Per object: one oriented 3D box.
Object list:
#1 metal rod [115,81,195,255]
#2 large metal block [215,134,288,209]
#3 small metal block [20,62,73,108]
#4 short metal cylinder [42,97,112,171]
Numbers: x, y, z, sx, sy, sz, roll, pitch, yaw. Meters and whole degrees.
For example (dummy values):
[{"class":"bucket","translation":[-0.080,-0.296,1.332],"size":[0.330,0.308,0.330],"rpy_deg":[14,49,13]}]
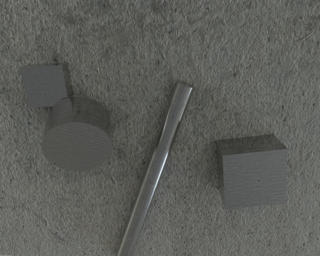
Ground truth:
[{"class":"metal rod","translation":[-0.014,0.078,0.438],"size":[0.025,0.025,0.298],"rpy_deg":[17,109,-7]},{"class":"large metal block","translation":[0.122,0.058,0.420],"size":[0.080,0.050,0.079],"rpy_deg":[-6,110,2]},{"class":"small metal block","translation":[-0.140,-0.054,0.388],"size":[0.050,0.025,0.050],"rpy_deg":[-4,110,1]},{"class":"short metal cylinder","translation":[-0.101,0.008,0.385],"size":[0.081,0.050,0.079],"rpy_deg":[-6,130,-7]}]
